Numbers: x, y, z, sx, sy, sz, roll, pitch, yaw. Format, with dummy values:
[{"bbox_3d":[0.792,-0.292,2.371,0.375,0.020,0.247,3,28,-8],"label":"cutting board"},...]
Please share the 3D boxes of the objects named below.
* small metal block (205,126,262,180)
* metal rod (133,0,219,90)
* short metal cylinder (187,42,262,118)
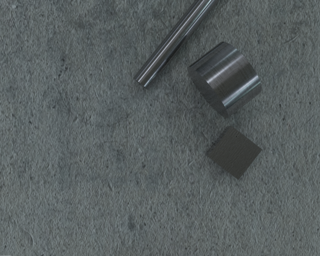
[{"bbox_3d":[0.097,0.032,0.411,0.050,0.025,0.050,38,90,-1],"label":"small metal block"},{"bbox_3d":[0.067,-0.175,0.410,0.025,0.025,0.300,39,90,-1],"label":"metal rod"},{"bbox_3d":[0.078,-0.059,0.384,0.050,0.080,0.080,-38,90,0],"label":"short metal cylinder"}]
